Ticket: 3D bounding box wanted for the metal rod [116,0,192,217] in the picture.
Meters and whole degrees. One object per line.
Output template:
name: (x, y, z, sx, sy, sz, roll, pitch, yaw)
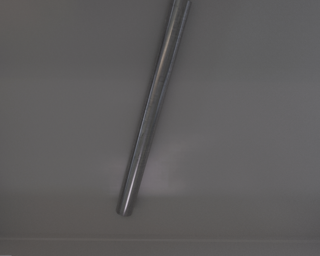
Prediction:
metal rod: (-0.014, -0.013, 0.406, 0.025, 0.025, 0.298, 14, 109, -5)
